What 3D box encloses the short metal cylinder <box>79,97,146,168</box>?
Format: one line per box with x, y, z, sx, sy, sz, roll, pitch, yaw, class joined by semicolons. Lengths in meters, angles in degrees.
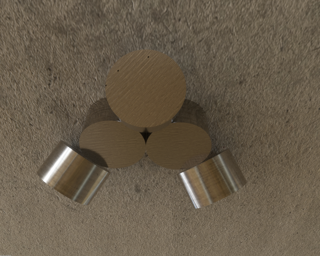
-0.058;0.006;0.396;0.081;0.050;0.079;0;130;0;short metal cylinder

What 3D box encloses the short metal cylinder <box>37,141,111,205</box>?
-0.113;0.059;0.413;0.080;0.080;0.050;39;80;-28;short metal cylinder

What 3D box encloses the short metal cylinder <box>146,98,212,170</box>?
0.023;0.008;0.399;0.081;0.050;0.079;0;130;0;short metal cylinder

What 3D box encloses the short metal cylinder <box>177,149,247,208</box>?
0.070;0.068;0.423;0.080;0.080;0.050;-30;83;23;short metal cylinder

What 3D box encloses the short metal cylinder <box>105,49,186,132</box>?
-0.015;-0.037;0.333;0.081;0.080;0.050;1;173;-1;short metal cylinder
